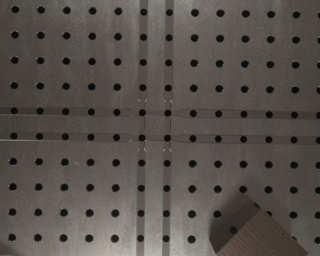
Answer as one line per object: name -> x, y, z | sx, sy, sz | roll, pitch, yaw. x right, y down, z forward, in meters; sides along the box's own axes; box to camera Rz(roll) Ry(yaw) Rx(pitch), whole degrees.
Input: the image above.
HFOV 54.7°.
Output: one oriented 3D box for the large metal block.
large metal block -> 0.125, 0.153, 0.403 | 0.080, 0.050, 0.080 | 44, 90, -1
